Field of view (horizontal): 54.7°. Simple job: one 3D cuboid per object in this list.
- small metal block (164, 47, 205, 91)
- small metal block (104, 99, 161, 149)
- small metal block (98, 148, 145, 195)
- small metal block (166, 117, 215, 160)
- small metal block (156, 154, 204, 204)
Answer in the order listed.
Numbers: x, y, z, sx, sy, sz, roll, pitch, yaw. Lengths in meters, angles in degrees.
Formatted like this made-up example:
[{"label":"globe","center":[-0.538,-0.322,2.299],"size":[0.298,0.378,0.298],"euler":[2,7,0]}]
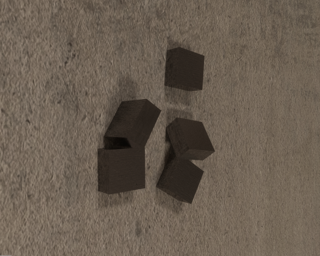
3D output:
[{"label":"small metal block","center":[0.035,-0.081,0.436],"size":[0.050,0.025,0.050],"euler":[7,86,-40]},{"label":"small metal block","center":[-0.033,-0.005,0.363],"size":[0.025,0.050,0.050],"euler":[38,67,-34]},{"label":"small metal block","center":[-0.045,0.049,0.369],"size":[0.050,0.025,0.050],"euler":[-1,91,-40]},{"label":"small metal block","center":[0.042,0.016,0.427],"size":[0.050,0.025,0.050],"euler":[9,50,-40]},{"label":"small metal block","center":[0.029,0.071,0.431],"size":[0.050,0.025,0.050],"euler":[38,67,-34]}]
